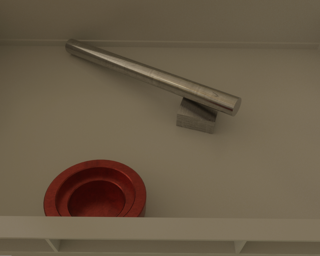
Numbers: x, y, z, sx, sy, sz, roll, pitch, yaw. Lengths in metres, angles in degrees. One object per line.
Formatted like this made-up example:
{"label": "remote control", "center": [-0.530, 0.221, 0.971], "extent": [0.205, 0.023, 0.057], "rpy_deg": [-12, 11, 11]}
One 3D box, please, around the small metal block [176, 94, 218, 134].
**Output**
{"label": "small metal block", "center": [0.054, -0.023, 0.425], "extent": [0.050, 0.025, 0.050], "rpy_deg": [14, 51, 10]}

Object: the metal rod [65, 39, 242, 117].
{"label": "metal rod", "center": [-0.027, -0.082, 0.451], "extent": [0.300, 0.025, 0.025], "rpy_deg": [25, 54, 27]}

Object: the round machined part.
{"label": "round machined part", "center": [-0.064, 0.081, 0.317], "extent": [0.099, 0.042, 0.098], "rpy_deg": [3, 39, -2]}
